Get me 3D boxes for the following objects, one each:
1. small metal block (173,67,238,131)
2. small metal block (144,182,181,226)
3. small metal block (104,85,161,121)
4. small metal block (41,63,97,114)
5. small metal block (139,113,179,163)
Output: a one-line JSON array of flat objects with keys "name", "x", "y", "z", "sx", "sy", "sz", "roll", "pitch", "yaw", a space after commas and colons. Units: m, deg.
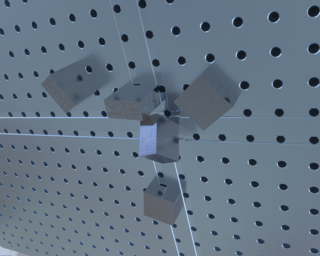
[{"name": "small metal block", "x": 0.053, "y": -0.033, "z": 0.363, "sx": 0.050, "sy": 0.025, "sz": 0.050, "roll": 44, "pitch": 129, "yaw": -3}, {"name": "small metal block", "x": 0.003, "y": 0.118, "z": 0.484, "sx": 0.050, "sy": 0.025, "sz": 0.050, "roll": 15, "pitch": 125, "yaw": 20}, {"name": "small metal block", "x": -0.034, "y": -0.033, "z": 0.393, "sx": 0.050, "sy": 0.050, "sz": 0.025, "roll": 5, "pitch": 121, "yaw": 25}, {"name": "small metal block", "x": -0.124, "y": -0.056, "z": 0.427, "sx": 0.025, "sy": 0.050, "sz": 0.050, "roll": -31, "pitch": 101, "yaw": 38}, {"name": "small metal block", "x": 0.000, "y": 0.015, "z": 0.391, "sx": 0.025, "sy": 0.050, "sz": 0.050, "roll": -12, "pitch": 68, "yaw": 33}]
